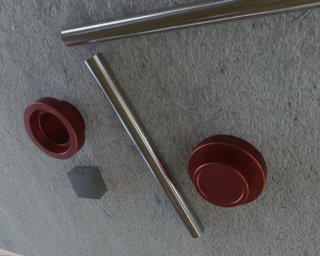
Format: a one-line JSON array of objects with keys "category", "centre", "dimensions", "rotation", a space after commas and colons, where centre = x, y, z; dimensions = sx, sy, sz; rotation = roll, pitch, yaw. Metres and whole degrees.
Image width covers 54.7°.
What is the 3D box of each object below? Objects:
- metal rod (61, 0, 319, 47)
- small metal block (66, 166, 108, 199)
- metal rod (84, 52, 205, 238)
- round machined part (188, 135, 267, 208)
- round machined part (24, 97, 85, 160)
[{"category": "metal rod", "centre": [0.016, -0.116, 0.326], "dimensions": [0.300, 0.025, 0.025], "rotation": [0, 119, 28]}, {"category": "small metal block", "centre": [-0.124, 0.093, 0.530], "dimensions": [0.050, 0.025, 0.050], "rotation": [-3, 117, 29]}, {"category": "metal rod", "centre": [-0.014, 0.034, 0.435], "dimensions": [0.025, 0.025, 0.299], "rotation": [-19, 109, 35]}, {"category": "round machined part", "centre": [0.081, 0.061, 0.391], "dimensions": [0.098, 0.042, 0.097], "rotation": [13, 124, 21]}, {"category": "round machined part", "centre": [-0.155, -0.003, 0.476], "dimensions": [0.098, 0.042, 0.097], "rotation": [13, 124, 21]}]
